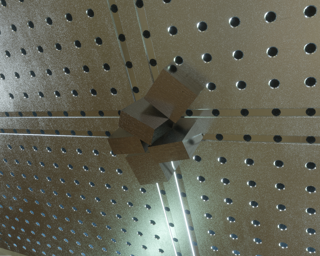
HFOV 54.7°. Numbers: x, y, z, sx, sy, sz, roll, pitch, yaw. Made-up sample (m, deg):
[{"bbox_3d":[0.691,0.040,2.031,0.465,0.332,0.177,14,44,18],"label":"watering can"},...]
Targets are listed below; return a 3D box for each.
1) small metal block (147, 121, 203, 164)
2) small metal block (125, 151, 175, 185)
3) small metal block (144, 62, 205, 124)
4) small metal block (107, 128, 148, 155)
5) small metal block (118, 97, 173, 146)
[{"bbox_3d":[0.020,0.018,0.394,0.050,0.050,0.025,-12,112,33],"label":"small metal block"},{"bbox_3d":[-0.014,0.053,0.450,0.050,0.025,0.050,-14,111,33],"label":"small metal block"},{"bbox_3d":[0.016,-0.042,0.375,0.050,0.025,0.050,38,129,1],"label":"small metal block"},{"bbox_3d":[-0.034,0.011,0.418,0.050,0.050,0.025,-6,116,30],"label":"small metal block"},{"bbox_3d":[-0.016,-0.011,0.391,0.050,0.050,0.025,30,128,19],"label":"small metal block"}]
